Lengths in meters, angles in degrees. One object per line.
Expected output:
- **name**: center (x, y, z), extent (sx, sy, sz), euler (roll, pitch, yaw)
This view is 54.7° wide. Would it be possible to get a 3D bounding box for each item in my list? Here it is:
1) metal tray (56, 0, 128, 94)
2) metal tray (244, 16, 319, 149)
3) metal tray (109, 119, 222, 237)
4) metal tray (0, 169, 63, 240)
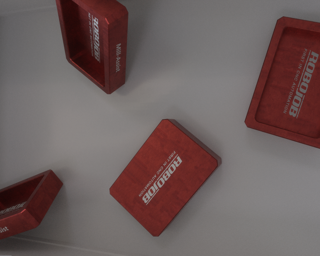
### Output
- **metal tray**: center (-0.085, -0.113, 0.391), extent (0.090, 0.129, 0.030), euler (39, 61, 15)
- **metal tray**: center (0.160, -0.051, 0.351), extent (0.090, 0.030, 0.129), euler (18, 96, 19)
- **metal tray**: center (0.005, 0.064, 0.406), extent (0.090, 0.030, 0.130), euler (41, 103, 15)
- **metal tray**: center (-0.215, 0.117, 0.450), extent (0.130, 0.090, 0.030), euler (-22, 115, 18)
